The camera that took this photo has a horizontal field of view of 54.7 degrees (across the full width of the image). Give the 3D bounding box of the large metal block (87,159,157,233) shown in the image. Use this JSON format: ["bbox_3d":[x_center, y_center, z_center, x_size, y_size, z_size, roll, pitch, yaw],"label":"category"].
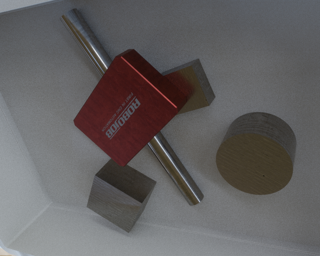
[{"bbox_3d":[-0.062,0.105,0.488,0.080,0.050,0.079,29,128,9],"label":"large metal block"}]

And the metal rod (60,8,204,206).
[{"bbox_3d":[-0.030,-0.018,0.411,0.025,0.025,0.299,-25,105,36],"label":"metal rod"}]

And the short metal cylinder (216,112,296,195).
[{"bbox_3d":[0.110,0.028,0.352,0.080,0.050,0.079,13,124,20],"label":"short metal cylinder"}]

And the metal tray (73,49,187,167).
[{"bbox_3d":[-0.041,-0.020,0.380,0.090,0.030,0.129,43,128,-2],"label":"metal tray"}]

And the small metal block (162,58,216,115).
[{"bbox_3d":[0.030,-0.047,0.363,0.050,0.025,0.050,-15,111,34],"label":"small metal block"}]
